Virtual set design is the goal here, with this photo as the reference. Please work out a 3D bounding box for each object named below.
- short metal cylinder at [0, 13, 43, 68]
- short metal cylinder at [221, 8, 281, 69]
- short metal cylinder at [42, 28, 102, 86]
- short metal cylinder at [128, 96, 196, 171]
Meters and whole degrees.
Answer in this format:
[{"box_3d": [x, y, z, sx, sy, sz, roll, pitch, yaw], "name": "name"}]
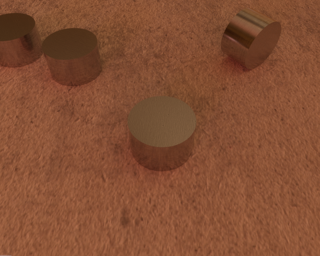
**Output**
[{"box_3d": [-0.238, -0.144, 0.505, 0.081, 0.050, 0.080, 0, 50, 0], "name": "short metal cylinder"}, {"box_3d": [0.143, -0.140, 0.487, 0.081, 0.080, 0.050, -32, 57, -24], "name": "short metal cylinder"}, {"box_3d": [-0.134, -0.110, 0.478, 0.081, 0.050, 0.080, 0, 50, 0], "name": "short metal cylinder"}, {"box_3d": [0.002, 0.006, 0.382, 0.081, 0.050, 0.080, 0, 50, 0], "name": "short metal cylinder"}]
